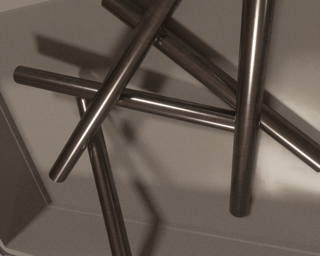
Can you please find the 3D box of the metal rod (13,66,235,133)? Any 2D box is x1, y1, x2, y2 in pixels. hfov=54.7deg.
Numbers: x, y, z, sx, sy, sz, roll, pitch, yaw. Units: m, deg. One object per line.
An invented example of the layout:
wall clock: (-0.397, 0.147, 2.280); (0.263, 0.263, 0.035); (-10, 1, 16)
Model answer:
metal rod: (-0.048, -0.039, 0.388); (0.301, 0.025, 0.025); (13, 124, 13)

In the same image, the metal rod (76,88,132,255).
metal rod: (-0.072, 0.084, 0.418); (0.025, 0.025, 0.298); (-17, 85, 34)

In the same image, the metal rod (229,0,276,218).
metal rod: (0.091, -0.002, 0.326); (0.025, 0.025, 0.298); (11, 133, 22)

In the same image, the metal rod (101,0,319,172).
metal rod: (0.061, -0.054, 0.342); (0.300, 0.025, 0.025); (38, 129, 2)

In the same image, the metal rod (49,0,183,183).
metal rod: (-0.064, -0.035, 0.365); (0.025, 0.025, 0.298); (39, 119, 1)
